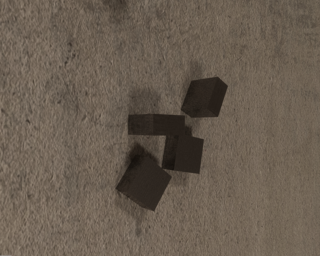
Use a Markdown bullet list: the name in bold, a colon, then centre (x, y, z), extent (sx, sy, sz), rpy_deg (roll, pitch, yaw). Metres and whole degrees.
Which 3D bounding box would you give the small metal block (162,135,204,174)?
- **small metal block**: centre (0.033, 0.036, 0.434), extent (0.050, 0.025, 0.050), rpy_deg (14, 81, -39)

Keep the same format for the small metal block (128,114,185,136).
- **small metal block**: centre (-0.005, -0.004, 0.387), extent (0.050, 0.050, 0.025), rpy_deg (1, 90, -40)

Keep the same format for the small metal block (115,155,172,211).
- **small metal block**: centre (-0.019, 0.069, 0.391), extent (0.050, 0.025, 0.050), rpy_deg (44, 63, -31)

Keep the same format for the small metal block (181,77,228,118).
- **small metal block**: centre (0.063, -0.043, 0.444), extent (0.025, 0.050, 0.050), rpy_deg (33, 70, -36)
